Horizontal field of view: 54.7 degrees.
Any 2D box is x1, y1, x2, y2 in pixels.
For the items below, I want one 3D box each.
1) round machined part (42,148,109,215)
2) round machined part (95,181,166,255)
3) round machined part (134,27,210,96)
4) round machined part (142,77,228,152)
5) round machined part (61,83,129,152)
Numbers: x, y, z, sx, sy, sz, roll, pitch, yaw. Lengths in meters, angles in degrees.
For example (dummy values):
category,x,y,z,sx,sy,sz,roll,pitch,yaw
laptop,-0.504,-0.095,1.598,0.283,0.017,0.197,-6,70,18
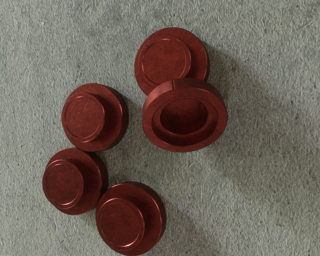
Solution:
category,x,y,z,sx,sy,sz,roll,pitch,yaw
round machined part,-0.128,0.077,0.445,0.098,0.042,0.097,0,90,20
round machined part,-0.044,0.123,0.416,0.098,0.042,0.097,0,90,20
round machined part,0.012,-0.080,0.396,0.098,0.042,0.097,0,90,20
round machined part,0.028,-0.019,0.371,0.098,0.098,0.042,-26,38,18
round machined part,-0.097,-0.015,0.434,0.098,0.042,0.097,0,90,20
